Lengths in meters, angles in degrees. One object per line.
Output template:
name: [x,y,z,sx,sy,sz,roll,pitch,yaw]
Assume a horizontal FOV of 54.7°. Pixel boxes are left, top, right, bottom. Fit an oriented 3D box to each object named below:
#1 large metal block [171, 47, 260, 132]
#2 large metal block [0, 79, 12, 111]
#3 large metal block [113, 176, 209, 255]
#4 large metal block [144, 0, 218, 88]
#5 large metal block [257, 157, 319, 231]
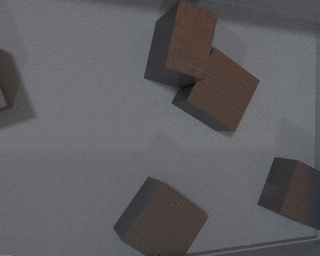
large metal block: [0.076,-0.049,0.425,0.080,0.050,0.080,31,80,-18]
large metal block: [-0.212,-0.047,0.319,0.081,0.050,0.080,-22,97,-19]
large metal block: [0.001,0.121,0.398,0.080,0.050,0.080,39,78,-16]
large metal block: [0.023,-0.100,0.389,0.050,0.080,0.080,13,86,-20]
large metal block: [0.209,0.099,0.474,0.080,0.050,0.080,26,82,-18]
